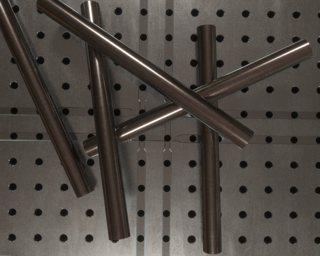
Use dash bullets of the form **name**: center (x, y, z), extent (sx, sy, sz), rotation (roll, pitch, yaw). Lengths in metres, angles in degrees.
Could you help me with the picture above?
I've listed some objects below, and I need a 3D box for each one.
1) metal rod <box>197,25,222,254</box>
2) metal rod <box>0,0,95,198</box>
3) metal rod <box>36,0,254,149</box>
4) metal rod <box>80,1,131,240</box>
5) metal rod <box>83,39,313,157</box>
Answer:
- **metal rod**: center (0.066, 0.015, 0.414), extent (0.025, 0.025, 0.298), rotation (-2, 90, -1)
- **metal rod**: center (-0.160, -0.049, 0.411), extent (0.025, 0.025, 0.299), rotation (-24, 90, 0)
- **metal rod**: center (-0.021, -0.071, 0.371), extent (0.301, 0.025, 0.025), rotation (35, 90, 5)
- **metal rod**: center (-0.070, -0.017, 0.386), extent (0.025, 0.025, 0.298), rotation (-9, 80, 0)
- **metal rod**: center (0.040, -0.034, 0.391), extent (0.301, 0.025, 0.025), rotation (-24, 90, 8)
